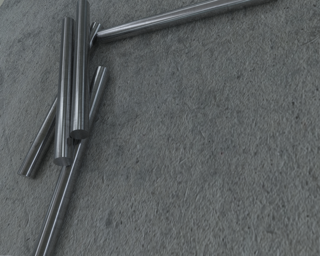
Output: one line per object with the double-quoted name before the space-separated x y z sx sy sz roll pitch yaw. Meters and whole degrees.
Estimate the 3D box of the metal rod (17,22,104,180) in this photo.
"metal rod" -0.160 -0.058 0.523 0.025 0.025 0.300 4 63 30

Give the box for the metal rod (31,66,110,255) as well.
"metal rod" -0.121 0.038 0.444 0.025 0.025 0.300 -3 60 27

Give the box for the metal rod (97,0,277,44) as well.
"metal rod" 0.030 -0.179 0.498 0.300 0.025 0.025 -6 59 25

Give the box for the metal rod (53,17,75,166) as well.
"metal rod" -0.150 -0.076 0.495 0.025 0.025 0.299 -21 54 16

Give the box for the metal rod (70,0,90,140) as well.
"metal rod" -0.128 -0.113 0.507 0.025 0.025 0.299 -20 54 16
